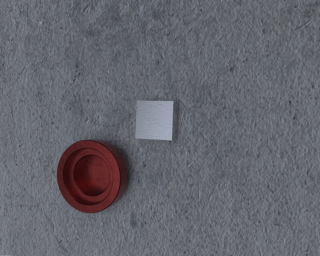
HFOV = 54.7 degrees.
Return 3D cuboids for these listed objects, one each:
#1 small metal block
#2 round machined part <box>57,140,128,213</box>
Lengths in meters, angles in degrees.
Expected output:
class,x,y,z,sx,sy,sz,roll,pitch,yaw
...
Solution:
class,x,y,z,sx,sy,sz,roll,pitch,yaw
small metal block,-0.003,-0.010,0.409,0.050,0.025,0.050,2,91,19
round machined part,-0.089,0.064,0.430,0.098,0.042,0.097,0,90,19
